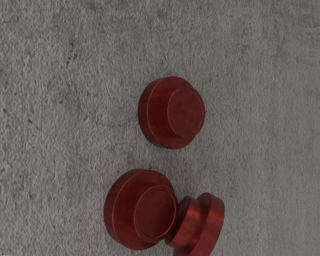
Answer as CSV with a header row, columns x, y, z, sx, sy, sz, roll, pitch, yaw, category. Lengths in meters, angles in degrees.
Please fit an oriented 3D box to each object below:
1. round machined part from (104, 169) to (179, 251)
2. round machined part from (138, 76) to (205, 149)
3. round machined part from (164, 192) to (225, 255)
x,y,z,sx,sy,sz,roll,pitch,yaw,category
-0.015,0.101,0.381,0.099,0.042,0.097,0,90,-40,round machined part
0.022,-0.020,0.412,0.099,0.042,0.097,0,90,-40,round machined part
0.040,0.127,0.401,0.042,0.098,0.098,28,70,-3,round machined part
